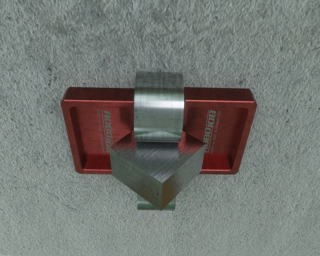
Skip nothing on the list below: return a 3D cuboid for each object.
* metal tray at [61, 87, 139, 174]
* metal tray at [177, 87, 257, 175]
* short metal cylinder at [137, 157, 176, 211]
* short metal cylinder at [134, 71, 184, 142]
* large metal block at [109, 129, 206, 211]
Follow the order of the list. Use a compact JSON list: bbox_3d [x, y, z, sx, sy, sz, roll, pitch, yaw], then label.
[{"bbox_3d":[-0.073,0.008,0.412,0.091,0.030,0.129,1,130,-1],"label":"metal tray"},{"bbox_3d":[0.068,0.008,0.414,0.091,0.030,0.129,1,130,-1],"label":"metal tray"},{"bbox_3d":[-0.005,0.075,0.436,0.050,0.080,0.079,2,130,-2],"label":"short metal cylinder"},{"bbox_3d":[-0.002,-0.024,0.352,0.050,0.080,0.079,2,130,-2],"label":"short metal cylinder"},{"bbox_3d":[-0.003,0.039,0.379,0.080,0.080,0.050,30,138,28],"label":"large metal block"}]
